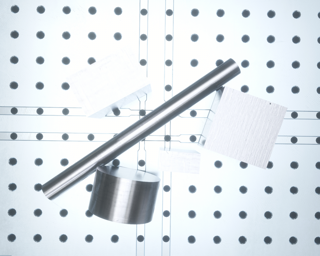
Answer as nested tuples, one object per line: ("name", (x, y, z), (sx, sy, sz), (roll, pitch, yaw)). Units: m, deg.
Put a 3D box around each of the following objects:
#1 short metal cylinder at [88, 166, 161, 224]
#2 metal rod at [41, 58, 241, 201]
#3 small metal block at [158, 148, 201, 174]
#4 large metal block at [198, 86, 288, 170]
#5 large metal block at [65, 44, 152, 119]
("short metal cylinder", (-0.044, 0.081, 0.385), (0.080, 0.080, 0.050), (12, 90, -1))
("metal rod", (-0.024, 0.001, 0.412), (0.301, 0.025, 0.025), (-34, 90, -1))
("small metal block", (0.024, 0.041, 0.401), (0.050, 0.050, 0.025), (5, 90, -1))
("large metal block", (0.103, 0.000, 0.400), (0.080, 0.050, 0.080), (19, 90, -1))
("large metal block", (-0.058, -0.053, 0.386), (0.080, 0.080, 0.050), (-28, 90, 0))
